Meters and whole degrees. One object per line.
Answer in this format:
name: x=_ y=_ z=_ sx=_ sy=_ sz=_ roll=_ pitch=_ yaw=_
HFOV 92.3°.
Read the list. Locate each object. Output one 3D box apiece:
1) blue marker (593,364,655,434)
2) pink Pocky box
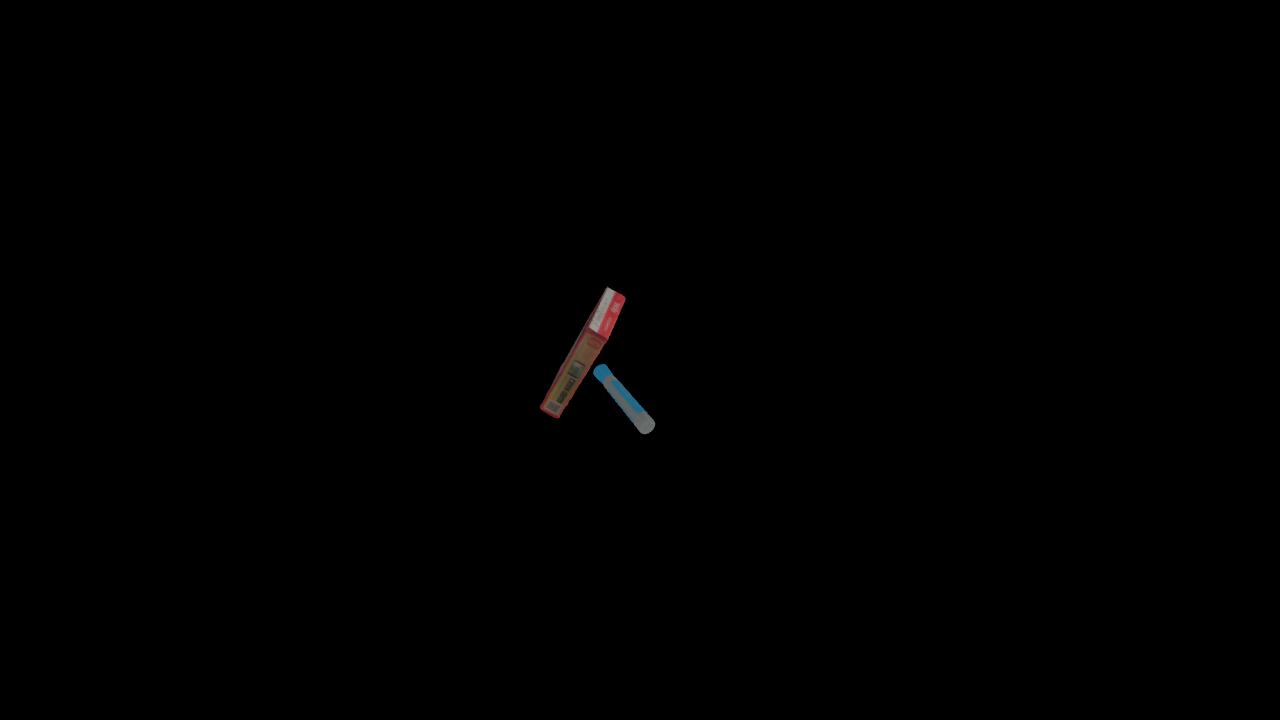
blue marker: x=-0.020 y=0.039 z=0.675 sx=0.020 sy=0.020 sz=0.121 roll=0 pitch=30 yaw=-32
pink Pocky box: x=-0.069 y=-0.006 z=0.727 sx=0.029 sy=0.155 sz=0.084 roll=29 pitch=41 yaw=-7
